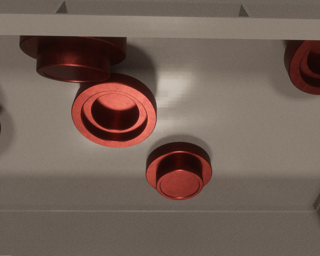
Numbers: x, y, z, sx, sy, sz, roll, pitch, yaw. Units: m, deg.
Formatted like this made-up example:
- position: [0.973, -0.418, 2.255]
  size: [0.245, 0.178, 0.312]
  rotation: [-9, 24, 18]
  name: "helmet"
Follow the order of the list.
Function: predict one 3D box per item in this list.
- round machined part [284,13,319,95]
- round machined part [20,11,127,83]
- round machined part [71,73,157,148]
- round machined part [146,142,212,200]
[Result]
- position: [0.180, -0.084, 0.323]
  size: [0.099, 0.042, 0.097]
  rotation: [0, 139, 0]
  name: "round machined part"
- position: [-0.082, -0.071, 0.300]
  size: [0.099, 0.042, 0.098]
  rotation: [1, 175, 0]
  name: "round machined part"
- position: [-0.053, -0.025, 0.376]
  size: [0.099, 0.042, 0.097]
  rotation: [-1, 130, 0]
  name: "round machined part"
- position: [0.028, 0.070, 0.458]
  size: [0.099, 0.042, 0.097]
  rotation: [-1, 130, 0]
  name: "round machined part"
